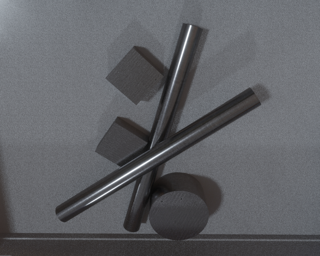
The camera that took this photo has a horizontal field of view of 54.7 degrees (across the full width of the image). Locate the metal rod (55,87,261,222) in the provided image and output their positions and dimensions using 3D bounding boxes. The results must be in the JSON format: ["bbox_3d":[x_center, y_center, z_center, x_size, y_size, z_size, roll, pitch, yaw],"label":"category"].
[{"bbox_3d":[-0.011,0.040,0.398,0.300,0.025,0.025,-32,107,12],"label":"metal rod"}]

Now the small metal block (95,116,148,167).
[{"bbox_3d":[-0.051,0.021,0.418,0.050,0.025,0.050,33,107,-12],"label":"small metal block"}]

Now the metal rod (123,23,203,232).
[{"bbox_3d":[-0.002,0.013,0.416,0.025,0.025,0.298,15,109,-6],"label":"metal rod"}]

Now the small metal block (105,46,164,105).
[{"bbox_3d":[-0.031,-0.066,0.387,0.050,0.025,0.050,41,105,-14],"label":"small metal block"}]

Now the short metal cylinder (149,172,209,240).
[{"bbox_3d":[0.025,0.110,0.439,0.081,0.050,0.079,0,110,-1],"label":"short metal cylinder"}]
